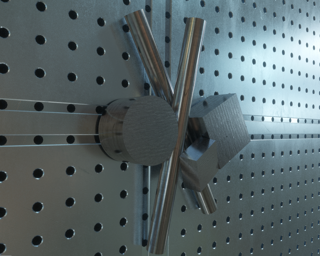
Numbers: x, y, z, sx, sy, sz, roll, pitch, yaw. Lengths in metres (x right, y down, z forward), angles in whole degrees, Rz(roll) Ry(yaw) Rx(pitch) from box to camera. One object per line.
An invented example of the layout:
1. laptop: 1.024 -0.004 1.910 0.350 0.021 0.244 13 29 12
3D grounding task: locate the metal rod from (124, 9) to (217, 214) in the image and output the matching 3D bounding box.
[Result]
1. metal rod: 0.021 -0.009 0.422 0.025 0.025 0.299 -35 112 -34

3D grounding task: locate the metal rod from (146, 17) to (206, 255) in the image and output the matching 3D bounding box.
1. metal rod: 0.020 0.011 0.396 0.025 0.025 0.298 8 93 -40

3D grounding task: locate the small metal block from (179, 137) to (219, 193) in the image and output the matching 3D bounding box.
1. small metal block: 0.053 0.047 0.408 0.050 0.025 0.050 -39 129 -42

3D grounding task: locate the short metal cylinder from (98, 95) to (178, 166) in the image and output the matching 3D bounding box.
1. short metal cylinder: -0.025 0.003 0.368 0.081 0.050 0.079 0 90 -41

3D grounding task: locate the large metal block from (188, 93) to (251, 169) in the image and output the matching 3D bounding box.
1. large metal block: 0.081 0.003 0.455 0.081 0.050 0.080 -34 111 -35
